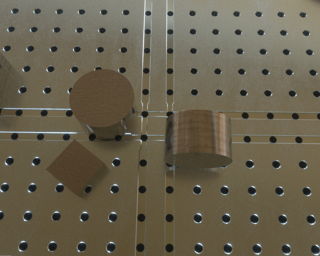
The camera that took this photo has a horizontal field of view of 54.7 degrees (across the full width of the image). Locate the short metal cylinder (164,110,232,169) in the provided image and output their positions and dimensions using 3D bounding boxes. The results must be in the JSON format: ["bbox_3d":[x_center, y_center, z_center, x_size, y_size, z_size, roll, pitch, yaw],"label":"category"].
[{"bbox_3d":[0.046,0.016,0.377,0.080,0.080,0.050,2,70,1],"label":"short metal cylinder"}]

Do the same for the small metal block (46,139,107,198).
[{"bbox_3d":[-0.104,0.051,0.392,0.050,0.025,0.050,37,74,12],"label":"small metal block"}]

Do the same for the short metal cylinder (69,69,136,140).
[{"bbox_3d":[-0.072,-0.030,0.409,0.081,0.050,0.080,0,70,0],"label":"short metal cylinder"}]

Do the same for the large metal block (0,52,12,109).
[{"bbox_3d":[-0.261,-0.066,0.420,0.080,0.050,0.080,4,70,1],"label":"large metal block"}]
